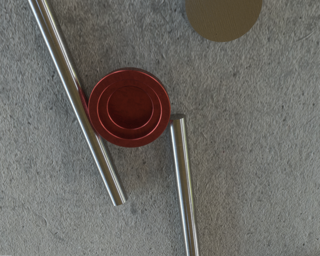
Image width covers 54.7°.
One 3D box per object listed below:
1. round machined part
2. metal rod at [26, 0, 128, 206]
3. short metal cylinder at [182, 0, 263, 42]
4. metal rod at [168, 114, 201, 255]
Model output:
[{"bbox_3d":[-0.037,-0.028,0.390,0.099,0.042,0.097,0,110,-1],"label":"round machined part"},{"bbox_3d":[-0.101,-0.029,0.397,0.025,0.025,0.298,-16,110,5],"label":"metal rod"},{"bbox_3d":[0.066,-0.139,0.346,0.081,0.050,0.079,0,110,-1],"label":"short metal cylinder"},{"bbox_3d":[0.041,0.124,0.455,0.025,0.025,0.298,-7,110,2],"label":"metal rod"}]
